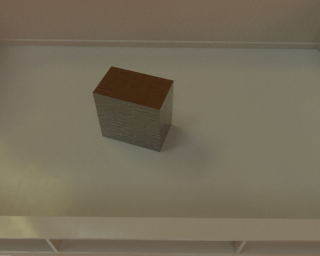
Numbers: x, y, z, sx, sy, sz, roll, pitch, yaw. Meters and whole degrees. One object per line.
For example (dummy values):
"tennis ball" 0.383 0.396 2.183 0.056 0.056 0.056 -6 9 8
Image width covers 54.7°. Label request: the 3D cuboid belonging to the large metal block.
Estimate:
"large metal block" -0.030 -0.022 0.388 0.080 0.080 0.050 15 52 12
